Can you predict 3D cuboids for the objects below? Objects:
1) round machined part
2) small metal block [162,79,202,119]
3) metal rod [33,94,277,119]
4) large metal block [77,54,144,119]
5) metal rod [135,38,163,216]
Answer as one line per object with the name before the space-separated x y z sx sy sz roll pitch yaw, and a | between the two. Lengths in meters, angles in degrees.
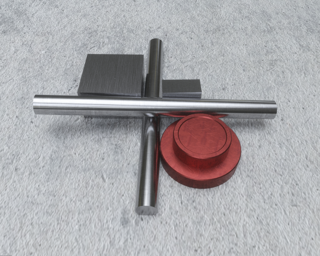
round machined part | 0.049 0.021 0.376 0.099 0.042 0.098 0 50 0
small metal block | 0.028 -0.039 0.422 0.050 0.050 0.025 -1 50 -1
metal rod | -0.002 -0.026 0.394 0.302 0.025 0.025 1 50 -5
large metal block | -0.064 -0.059 0.436 0.081 0.050 0.080 1 50 0
metal rod | -0.011 -0.026 0.427 0.025 0.025 0.300 1 50 1
